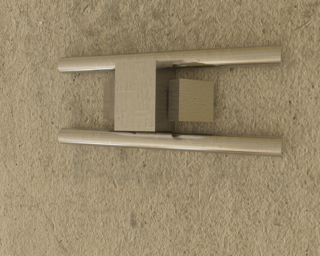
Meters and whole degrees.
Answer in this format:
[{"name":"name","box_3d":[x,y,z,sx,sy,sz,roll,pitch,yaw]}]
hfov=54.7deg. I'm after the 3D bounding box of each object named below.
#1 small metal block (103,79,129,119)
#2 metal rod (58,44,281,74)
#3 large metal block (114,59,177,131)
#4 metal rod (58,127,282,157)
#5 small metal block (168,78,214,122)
[{"name":"small metal block","box_3d":[-0.059,-0.037,0.415,0.025,0.050,0.050,1,91,-20]},{"name":"metal rod","box_3d":[-0.002,-0.089,0.410,0.301,0.025,0.025,2,91,19]},{"name":"large metal block","box_3d":[-0.015,-0.037,0.388,0.050,0.080,0.079,1,90,20]},{"name":"metal rod","box_3d":[-0.001,0.017,0.410,0.301,0.025,0.025,2,91,19]},{"name":"small metal block","box_3d":[0.038,-0.033,0.381,0.025,0.050,0.050,1,90,61]}]
